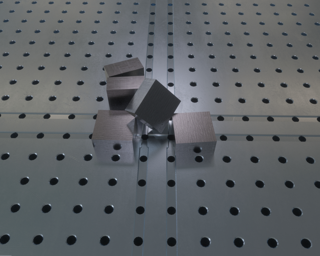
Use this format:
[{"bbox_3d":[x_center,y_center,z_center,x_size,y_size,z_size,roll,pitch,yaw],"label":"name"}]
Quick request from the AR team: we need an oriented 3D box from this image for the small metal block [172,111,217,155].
[{"bbox_3d":[0.043,0.006,0.403,0.050,0.025,0.050,-3,50,-3],"label":"small metal block"}]

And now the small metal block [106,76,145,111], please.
[{"bbox_3d":[-0.045,-0.044,0.428,0.050,0.050,0.025,-3,50,-3],"label":"small metal block"}]

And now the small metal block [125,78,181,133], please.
[{"bbox_3d":[-0.008,-0.029,0.400,0.025,0.050,0.050,20,76,53],"label":"small metal block"}]

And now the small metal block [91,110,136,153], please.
[{"bbox_3d":[-0.058,0.004,0.405,0.050,0.025,0.050,2,50,1],"label":"small metal block"}]

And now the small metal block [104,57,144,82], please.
[{"bbox_3d":[-0.050,-0.069,0.450,0.050,0.050,0.025,-18,52,-15],"label":"small metal block"}]
